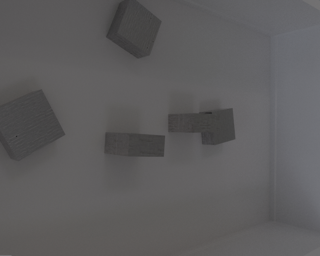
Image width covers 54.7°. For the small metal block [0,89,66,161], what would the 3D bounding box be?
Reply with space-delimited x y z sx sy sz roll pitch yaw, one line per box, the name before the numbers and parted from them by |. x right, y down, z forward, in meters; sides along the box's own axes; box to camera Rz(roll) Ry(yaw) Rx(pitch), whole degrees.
small metal block | -0.129 -0.003 0.298 0.050 0.025 0.050 -35 112 -34

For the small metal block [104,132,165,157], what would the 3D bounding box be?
small metal block | -0.030 0.019 0.365 0.050 0.050 0.025 5 87 -40

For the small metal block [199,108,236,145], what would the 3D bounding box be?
small metal block | 0.090 -0.003 0.482 0.050 0.025 0.050 -11 97 -39

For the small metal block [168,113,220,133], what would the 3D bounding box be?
small metal block | 0.047 -0.007 0.430 0.050 0.050 0.025 0 90 -40

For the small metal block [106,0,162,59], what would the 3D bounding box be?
small metal block | -0.031 -0.122 0.380 0.050 0.025 0.050 28 72 -37
